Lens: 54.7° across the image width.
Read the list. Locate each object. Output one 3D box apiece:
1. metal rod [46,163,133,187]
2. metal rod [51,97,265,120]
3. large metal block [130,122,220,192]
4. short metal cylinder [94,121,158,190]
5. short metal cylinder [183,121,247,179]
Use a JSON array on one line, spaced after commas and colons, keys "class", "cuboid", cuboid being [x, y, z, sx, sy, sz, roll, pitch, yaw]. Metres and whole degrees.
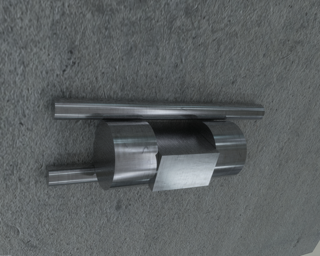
[{"class": "metal rod", "cuboid": [-0.002, 0.056, 0.442, 0.303, 0.025, 0.025, -1, 119, -28]}, {"class": "metal rod", "cuboid": [0.018, -0.023, 0.404, 0.303, 0.025, 0.025, -1, 119, -28]}, {"class": "large metal block", "cuboid": [0.015, 0.033, 0.398, 0.081, 0.080, 0.050, 0, 119, -29]}, {"class": "short metal cylinder", "cuboid": [-0.043, 0.031, 0.368, 0.050, 0.080, 0.079, -1, 119, -28]}, {"class": "short metal cylinder", "cuboid": [0.073, 0.030, 0.430, 0.050, 0.080, 0.079, -1, 119, -28]}]
